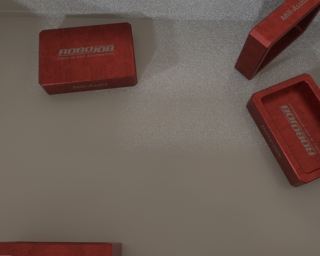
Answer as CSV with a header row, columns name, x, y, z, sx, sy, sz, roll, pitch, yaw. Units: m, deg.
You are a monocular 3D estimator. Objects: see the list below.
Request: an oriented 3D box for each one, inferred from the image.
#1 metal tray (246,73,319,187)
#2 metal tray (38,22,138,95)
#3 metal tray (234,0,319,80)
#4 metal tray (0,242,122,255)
name,x,y,z,sx,sy,sz,roll,pitch,yaw
metal tray,0.186,0.001,0.409,0.091,0.030,0.130,-22,72,-8
metal tray,-0.102,-0.100,0.442,0.131,0.030,0.090,-6,70,-3
metal tray,0.166,-0.133,0.425,0.130,0.090,0.030,-41,75,-14
metal tray,-0.110,0.136,0.324,0.131,0.090,0.030,1,70,0
